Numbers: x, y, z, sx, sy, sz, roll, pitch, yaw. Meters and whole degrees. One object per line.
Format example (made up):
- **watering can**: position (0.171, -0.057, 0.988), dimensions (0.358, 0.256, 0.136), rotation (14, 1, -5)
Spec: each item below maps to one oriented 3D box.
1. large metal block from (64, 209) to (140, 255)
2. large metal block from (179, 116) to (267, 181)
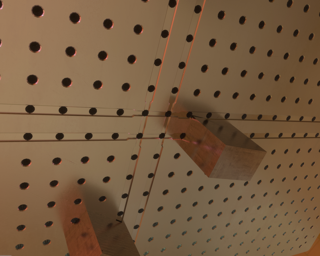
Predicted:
- **large metal block**: position (-0.080, 0.172, 0.440), dimensions (0.050, 0.080, 0.080), rotation (-49, 129, 6)
- **large metal block**: position (0.088, 0.030, 0.445), dimensions (0.081, 0.080, 0.050), rotation (10, 113, -33)
